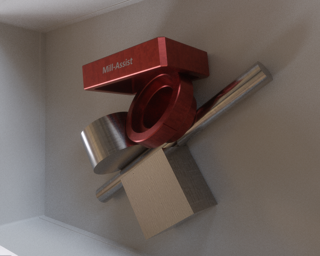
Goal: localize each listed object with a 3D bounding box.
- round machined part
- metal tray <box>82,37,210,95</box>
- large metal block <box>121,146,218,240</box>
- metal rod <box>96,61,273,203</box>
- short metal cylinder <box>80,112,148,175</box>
[{"bbox_3d":[0.005,-0.020,0.370,0.098,0.042,0.098,-35,40,36],"label":"round machined part"},{"bbox_3d":[-0.019,-0.068,0.375,0.130,0.091,0.030,-8,85,39],"label":"metal tray"},{"bbox_3d":[0.009,0.077,0.378,0.080,0.050,0.080,-40,66,32],"label":"large metal block"},{"bbox_3d":[0.010,0.022,0.395,0.299,0.025,0.025,-40,66,32],"label":"metal rod"},{"bbox_3d":[-0.059,0.021,0.416,0.080,0.081,0.050,-40,66,32],"label":"short metal cylinder"}]
